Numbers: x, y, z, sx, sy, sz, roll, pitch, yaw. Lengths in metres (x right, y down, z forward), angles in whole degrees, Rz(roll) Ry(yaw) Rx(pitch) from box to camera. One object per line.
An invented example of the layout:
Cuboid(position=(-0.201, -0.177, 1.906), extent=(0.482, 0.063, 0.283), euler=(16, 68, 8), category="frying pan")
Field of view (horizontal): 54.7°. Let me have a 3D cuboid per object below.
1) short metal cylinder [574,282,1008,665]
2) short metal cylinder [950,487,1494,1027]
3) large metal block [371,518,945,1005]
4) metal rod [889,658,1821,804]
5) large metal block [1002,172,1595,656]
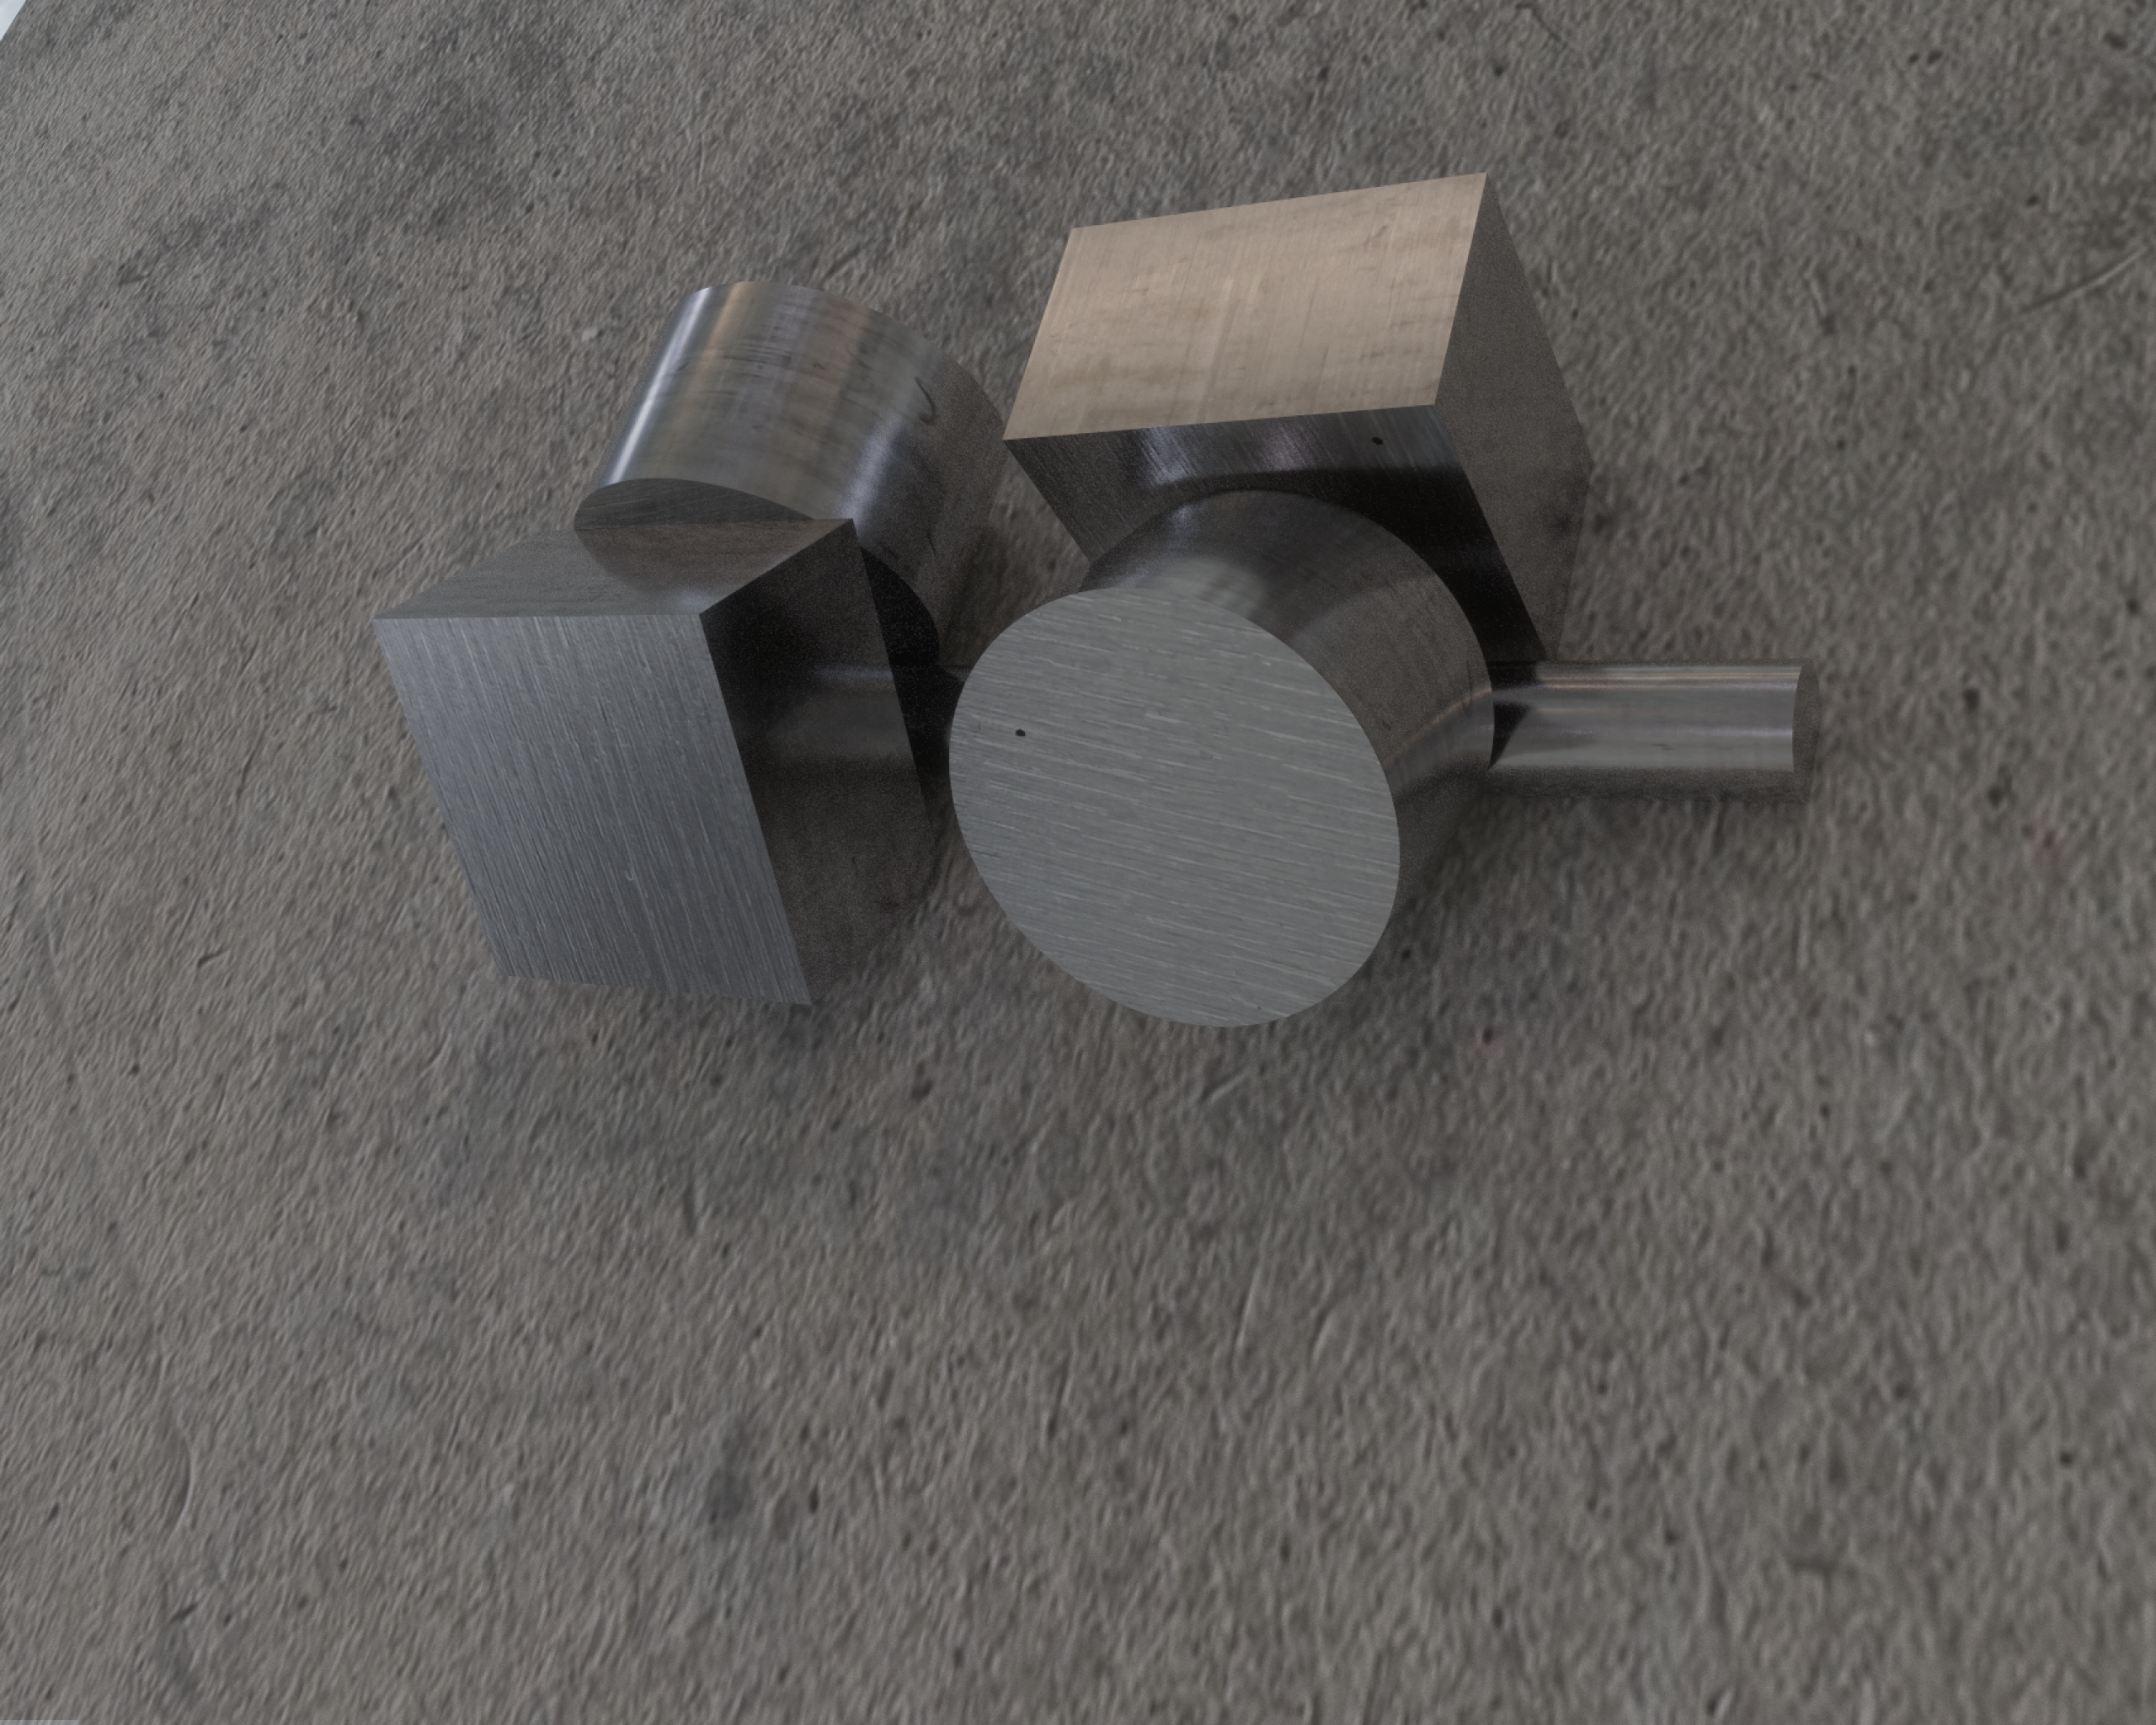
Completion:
Cuboid(position=(-0.061, -0.078, 0.449), extent=(0.080, 0.080, 0.050), euler=(4, 64, 30), category="short metal cylinder")
Cuboid(position=(0.025, -0.019, 0.360), extent=(0.080, 0.080, 0.050), euler=(2, 28, 29), category="short metal cylinder")
Cuboid(position=(-0.082, -0.021, 0.418), extent=(0.080, 0.080, 0.050), euler=(3, 29, 29), category="large metal block")
Cuboid(position=(-0.007, -0.028, 0.428), extent=(0.300, 0.025, 0.025), euler=(3, 63, 29), category="metal rod")
Cuboid(position=(0.045, -0.077, 0.393), extent=(0.080, 0.080, 0.050), euler=(2, 63, 29), category="large metal block")
